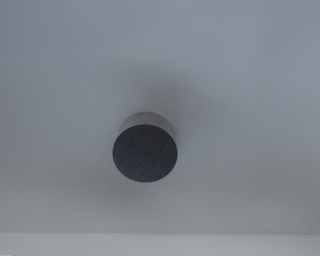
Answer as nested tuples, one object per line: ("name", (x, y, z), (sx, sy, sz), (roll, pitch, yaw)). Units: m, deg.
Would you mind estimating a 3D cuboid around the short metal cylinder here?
("short metal cylinder", (-0.019, 0.024, 0.407), (0.081, 0.050, 0.079), (0, 110, -1))
